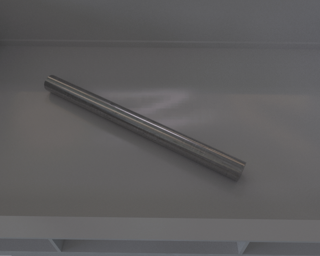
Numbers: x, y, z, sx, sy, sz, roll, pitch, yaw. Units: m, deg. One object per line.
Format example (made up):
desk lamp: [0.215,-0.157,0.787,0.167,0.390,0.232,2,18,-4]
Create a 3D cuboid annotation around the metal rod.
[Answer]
metal rod: [-0.033,-0.008,0.411,0.300,0.025,0.025,25,54,19]
